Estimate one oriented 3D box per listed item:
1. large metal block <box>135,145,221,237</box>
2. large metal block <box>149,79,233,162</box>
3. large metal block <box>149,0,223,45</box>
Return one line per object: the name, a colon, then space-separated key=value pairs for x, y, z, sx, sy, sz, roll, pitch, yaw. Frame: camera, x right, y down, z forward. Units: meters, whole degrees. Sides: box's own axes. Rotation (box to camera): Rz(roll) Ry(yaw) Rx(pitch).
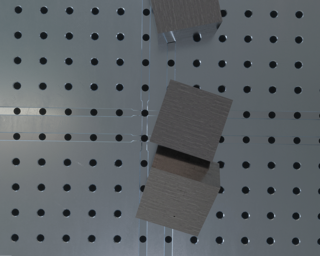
large metal block: x=0.022 y=0.077 z=0.385 sx=0.080 sy=0.050 sz=0.079 roll=17 pitch=118 yaw=0
large metal block: x=0.038 y=-0.009 z=0.401 sx=0.080 sy=0.050 sz=0.080 roll=19 pitch=90 yaw=0
large metal block: x=0.029 y=-0.161 z=0.401 sx=0.080 sy=0.050 sz=0.080 roll=-11 pitch=90 yaw=0
